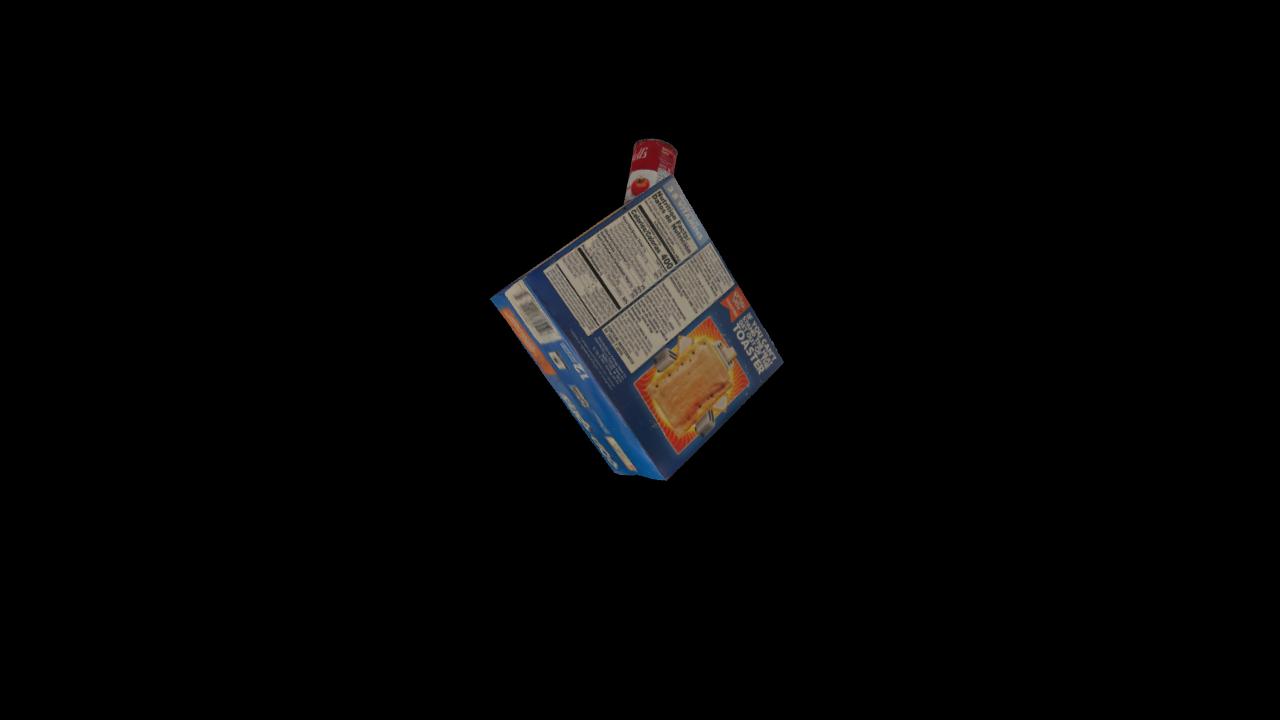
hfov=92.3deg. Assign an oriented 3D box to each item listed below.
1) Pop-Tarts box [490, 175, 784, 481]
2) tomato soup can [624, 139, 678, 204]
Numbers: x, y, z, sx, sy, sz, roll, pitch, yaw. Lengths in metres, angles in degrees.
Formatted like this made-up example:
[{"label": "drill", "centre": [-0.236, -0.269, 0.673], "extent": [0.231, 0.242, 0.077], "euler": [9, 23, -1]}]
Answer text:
[{"label": "Pop-Tarts box", "centre": [0.001, -0.021, 0.456], "extent": [0.141, 0.167, 0.083], "euler": [-41, 17, -25]}, {"label": "tomato soup can", "centre": [0.015, -0.264, 0.912], "extent": [0.068, 0.101, 0.068], "euler": [9, -9, 1]}]
